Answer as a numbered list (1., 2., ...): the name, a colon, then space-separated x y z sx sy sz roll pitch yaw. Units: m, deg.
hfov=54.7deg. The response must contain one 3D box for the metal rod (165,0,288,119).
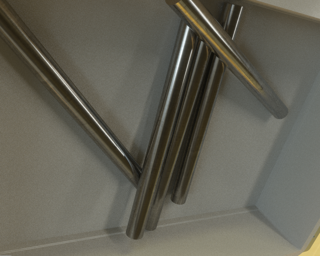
1. metal rod: 0.105 -0.075 0.393 0.025 0.025 0.301 -52 138 9

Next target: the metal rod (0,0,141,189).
1. metal rod: -0.087 -0.017 0.351 0.025 0.025 0.299 -37 130 -4

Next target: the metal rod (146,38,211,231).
1. metal rod: 0.018 0.025 0.435 0.025 0.025 0.298 0 118 -29

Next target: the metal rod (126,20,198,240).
1. metal rod: 0.001 0.012 0.395 0.025 0.025 0.298 5 109 -31

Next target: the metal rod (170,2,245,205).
1. metal rod: 0.059 -0.016 0.432 0.025 0.025 0.298 -2 120 -28
